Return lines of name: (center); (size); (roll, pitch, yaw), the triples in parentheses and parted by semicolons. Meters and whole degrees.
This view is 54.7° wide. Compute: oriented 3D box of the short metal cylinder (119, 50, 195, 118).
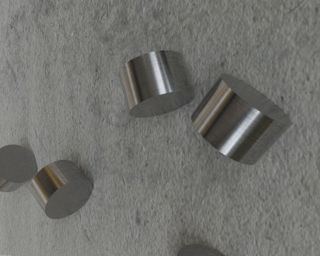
short metal cylinder: (-0.004, -0.050, 0.371); (0.080, 0.081, 0.050); (-26, 74, 37)

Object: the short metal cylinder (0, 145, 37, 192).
short metal cylinder: (-0.292, 0.079, 0.606); (0.050, 0.081, 0.080); (-35, 69, 34)

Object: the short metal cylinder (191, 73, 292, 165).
short metal cylinder: (0.078, -0.010, 0.303); (0.080, 0.081, 0.050); (48, 119, 29)

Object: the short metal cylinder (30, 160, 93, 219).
short metal cylinder: (-0.157, 0.098, 0.495); (0.050, 0.081, 0.079); (39, 114, 32)

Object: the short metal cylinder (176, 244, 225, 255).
short metal cylinder: (0.045, 0.173, 0.330); (0.080, 0.081, 0.050); (35, 111, 34)
